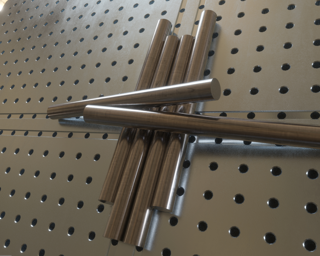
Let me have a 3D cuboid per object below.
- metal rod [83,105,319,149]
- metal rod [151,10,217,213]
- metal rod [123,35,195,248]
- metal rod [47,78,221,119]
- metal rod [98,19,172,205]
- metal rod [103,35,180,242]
[{"bbox_3d":[0.044,-0.004,0.362,0.301,0.025,0.025,6,65,21],"label":"metal rod"},{"bbox_3d":[0.039,-0.040,0.412,0.025,0.025,0.300,1,62,29],"label":"metal rod"},{"bbox_3d":[0.007,-0.001,0.407,0.025,0.025,0.300,1,62,29],"label":"metal rod"},{"bbox_3d":[-0.058,-0.035,0.432,0.300,0.025,0.025,-4,60,36],"label":"metal rod"},{"bbox_3d":[-0.029,-0.039,0.447,0.025,0.025,0.300,1,62,29],"label":"metal rod"},{"bbox_3d":[-0.017,-0.003,0.419,0.025,0.025,0.300,2,62,29],"label":"metal rod"}]
